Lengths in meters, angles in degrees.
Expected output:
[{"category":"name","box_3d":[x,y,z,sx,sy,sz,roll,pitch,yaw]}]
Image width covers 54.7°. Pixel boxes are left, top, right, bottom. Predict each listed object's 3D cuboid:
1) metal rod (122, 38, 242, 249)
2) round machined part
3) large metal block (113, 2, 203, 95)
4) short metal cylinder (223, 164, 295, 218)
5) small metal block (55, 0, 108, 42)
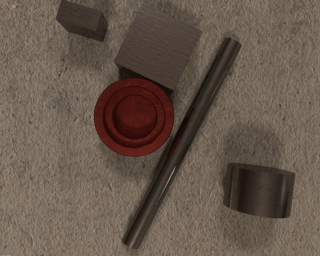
[{"category":"metal rod","box_3d":[0.029,0.020,0.410,0.025,0.025,0.299,27,90,-1]},{"category":"round machined part","box_3d":[-0.032,-0.014,0.399,0.099,0.042,0.097,0,94,1]},{"category":"large metal block","box_3d":[-0.002,-0.098,0.397,0.080,0.050,0.080,26,90,-1]},{"category":"short metal cylinder","box_3d":[0.122,0.075,0.384,0.081,0.080,0.050,7,90,-1]},{"category":"small metal block","box_3d":[-0.098,-0.136,0.396,0.050,0.050,0.025,17,90,-1]}]
